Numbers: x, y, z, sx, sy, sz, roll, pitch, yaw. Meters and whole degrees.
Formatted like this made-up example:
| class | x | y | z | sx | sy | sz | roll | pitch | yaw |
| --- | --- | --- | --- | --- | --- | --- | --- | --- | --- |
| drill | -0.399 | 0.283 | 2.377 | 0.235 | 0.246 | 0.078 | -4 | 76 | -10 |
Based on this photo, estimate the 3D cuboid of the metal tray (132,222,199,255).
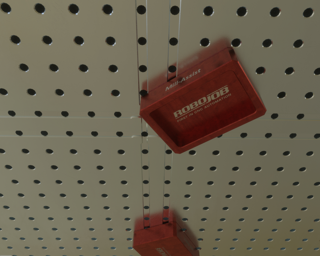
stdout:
| class | x | y | z | sx | sy | sz | roll | pitch | yaw |
| --- | --- | --- | --- | --- | --- | --- | --- | --- | --- |
| metal tray | 0.015 | 0.240 | 0.613 | 0.090 | 0.030 | 0.130 | -20 | 128 | 16 |

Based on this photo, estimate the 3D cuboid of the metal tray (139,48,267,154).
| class | x | y | z | sx | sy | sz | roll | pitch | yaw |
| --- | --- | --- | --- | --- | --- | --- | --- | --- | --- |
| metal tray | 0.052 | -0.028 | 0.384 | 0.130 | 0.030 | 0.090 | -27 | 125 | 21 |
